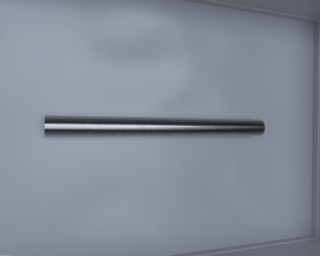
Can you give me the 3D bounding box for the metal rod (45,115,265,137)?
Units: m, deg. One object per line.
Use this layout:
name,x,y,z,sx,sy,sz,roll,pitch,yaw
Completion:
metal rod,0.008,-0.001,0.412,0.303,0.025,0.025,0,90,-21
